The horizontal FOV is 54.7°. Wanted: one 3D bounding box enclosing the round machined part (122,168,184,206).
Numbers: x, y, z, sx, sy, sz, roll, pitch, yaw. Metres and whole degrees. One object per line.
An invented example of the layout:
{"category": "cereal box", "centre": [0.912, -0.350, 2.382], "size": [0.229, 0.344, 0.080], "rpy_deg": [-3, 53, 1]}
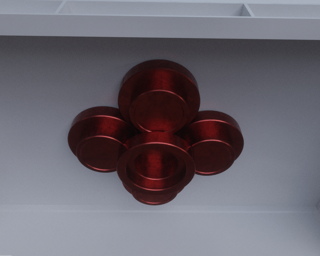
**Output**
{"category": "round machined part", "centre": [-0.008, 0.078, 0.461], "size": [0.099, 0.042, 0.097], "rpy_deg": [-1, 129, -1]}

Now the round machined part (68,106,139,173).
{"category": "round machined part", "centre": [-0.073, 0.022, 0.413], "size": [0.099, 0.042, 0.097], "rpy_deg": [0, 130, 0]}

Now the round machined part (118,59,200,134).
{"category": "round machined part", "centre": [-0.001, -0.028, 0.370], "size": [0.099, 0.042, 0.097], "rpy_deg": [0, 130, 0]}

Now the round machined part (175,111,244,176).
{"category": "round machined part", "centre": [0.064, 0.027, 0.419], "size": [0.099, 0.042, 0.097], "rpy_deg": [0, 130, 0]}

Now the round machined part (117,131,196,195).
{"category": "round machined part", "centre": [-0.005, 0.040, 0.402], "size": [0.099, 0.042, 0.097], "rpy_deg": [0, 130, 0]}
